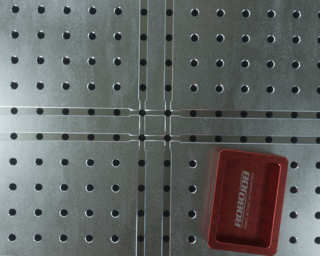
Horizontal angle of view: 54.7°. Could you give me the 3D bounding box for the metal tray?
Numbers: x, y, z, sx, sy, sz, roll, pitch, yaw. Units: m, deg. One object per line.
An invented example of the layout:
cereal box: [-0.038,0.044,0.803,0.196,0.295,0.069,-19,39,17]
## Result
metal tray: [0.113,0.096,0.412,0.091,0.030,0.129,8,90,-1]
